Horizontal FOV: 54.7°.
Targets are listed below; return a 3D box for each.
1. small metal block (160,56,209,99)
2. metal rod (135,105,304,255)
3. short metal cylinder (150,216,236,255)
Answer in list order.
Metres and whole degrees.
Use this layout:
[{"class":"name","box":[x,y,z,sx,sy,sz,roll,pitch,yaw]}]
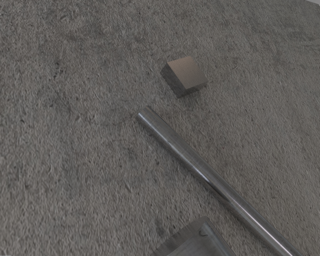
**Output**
[{"class":"small metal block","box":[0.037,-0.078,0.471,0.050,0.025,0.050,-25,75,-37]},{"class":"metal rod","box":[0.084,0.084,0.397,0.300,0.025,0.025,44,51,2]},{"class":"short metal cylinder","box":[0.030,0.132,0.304,0.081,0.080,0.050,-30,79,-38]}]
